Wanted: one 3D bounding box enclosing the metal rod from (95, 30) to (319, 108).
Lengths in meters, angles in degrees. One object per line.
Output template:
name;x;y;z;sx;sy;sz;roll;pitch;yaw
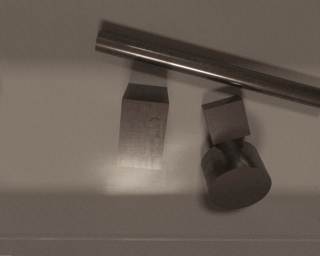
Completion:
metal rod;0.072;-0.070;0.386;0.302;0.025;0.025;13;110;-6

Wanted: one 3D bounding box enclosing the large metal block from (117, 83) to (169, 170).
large metal block;-0.020;-0.005;0.380;0.050;0.080;0.079;6;110;-3

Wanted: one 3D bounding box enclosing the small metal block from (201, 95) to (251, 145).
small metal block;0.087;-0.011;0.409;0.050;0.025;0.050;-16;109;5

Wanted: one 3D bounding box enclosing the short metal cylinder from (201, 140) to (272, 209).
short metal cylinder;0.099;0.062;0.411;0.081;0.050;0.079;-3;128;-4
